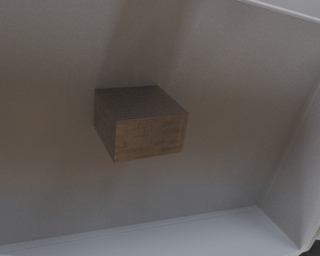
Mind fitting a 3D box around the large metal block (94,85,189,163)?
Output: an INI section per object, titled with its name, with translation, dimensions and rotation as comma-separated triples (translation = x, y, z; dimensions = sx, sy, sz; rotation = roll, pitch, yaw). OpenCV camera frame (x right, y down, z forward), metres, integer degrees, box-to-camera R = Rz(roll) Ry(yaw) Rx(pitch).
[large metal block]
translation = -0.025, -0.009, 0.355
dimensions = 0.081, 0.080, 0.050
rotation = -7, 122, -25
